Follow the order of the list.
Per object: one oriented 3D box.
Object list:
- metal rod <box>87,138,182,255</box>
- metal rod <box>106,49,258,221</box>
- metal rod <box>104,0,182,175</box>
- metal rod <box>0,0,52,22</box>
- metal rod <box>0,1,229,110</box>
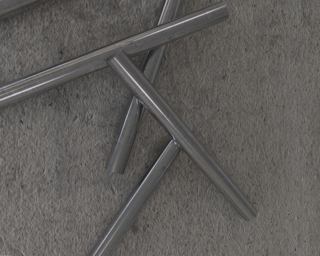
[{"bbox_3d":[-0.063,0.142,0.385,0.025,0.025,0.300,38,78,-16],"label":"metal rod"},{"bbox_3d":[0.041,0.023,0.402,0.025,0.025,0.300,-47,113,-14],"label":"metal rod"},{"bbox_3d":[-0.011,-0.087,0.404,0.025,0.025,0.299,21,83,-19],"label":"metal rod"},{"bbox_3d":[-0.071,-0.198,0.382,0.302,0.025,0.025,-31,101,-17],"label":"metal rod"},{"bbox_3d":[-0.053,-0.089,0.369,0.302,0.025,0.025,-24,99,-11],"label":"metal rod"}]
